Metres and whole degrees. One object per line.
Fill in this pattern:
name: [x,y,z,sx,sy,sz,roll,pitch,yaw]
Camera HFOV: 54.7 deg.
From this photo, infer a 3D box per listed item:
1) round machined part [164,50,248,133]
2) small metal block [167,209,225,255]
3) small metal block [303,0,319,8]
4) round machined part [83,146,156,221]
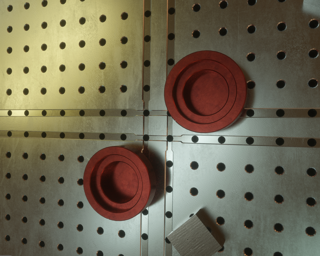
round machined part: [0.058,-0.042,0.383,0.098,0.042,0.097,0,90,20]
small metal block: [0.046,0.142,0.396,0.050,0.025,0.050,-43,77,15]
small metal block: [0.197,-0.159,0.343,0.050,0.025,0.050,30,100,17]
round machined part: [-0.051,0.072,0.421,0.098,0.042,0.097,0,90,20]
